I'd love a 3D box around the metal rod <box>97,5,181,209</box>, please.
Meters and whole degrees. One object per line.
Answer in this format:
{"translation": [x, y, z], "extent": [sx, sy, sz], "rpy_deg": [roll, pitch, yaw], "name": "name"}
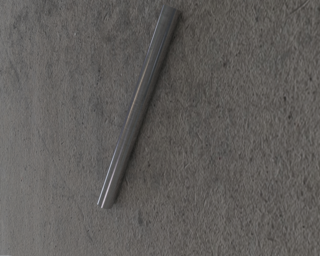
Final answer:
{"translation": [-0.035, -0.018, 0.434], "extent": [0.025, 0.025, 0.298], "rpy_deg": [32, 110, 35], "name": "metal rod"}
